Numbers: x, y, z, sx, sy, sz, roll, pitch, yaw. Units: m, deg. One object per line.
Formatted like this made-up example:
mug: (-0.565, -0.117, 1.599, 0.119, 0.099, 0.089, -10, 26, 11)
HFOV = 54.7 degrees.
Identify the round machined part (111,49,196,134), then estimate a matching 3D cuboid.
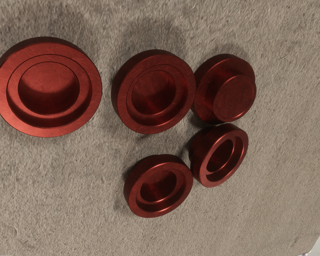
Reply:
round machined part: (-0.010, -0.045, 0.364, 0.099, 0.042, 0.097, -14, 125, -21)

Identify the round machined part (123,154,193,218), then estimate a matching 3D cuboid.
round machined part: (-0.006, 0.077, 0.442, 0.099, 0.042, 0.097, -14, 125, -20)

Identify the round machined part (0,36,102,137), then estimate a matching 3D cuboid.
round machined part: (-0.112, -0.043, 0.309, 0.099, 0.042, 0.097, -14, 125, -21)

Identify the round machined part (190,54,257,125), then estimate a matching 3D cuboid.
round machined part: (0.090, -0.047, 0.418, 0.099, 0.042, 0.097, -14, 124, -21)

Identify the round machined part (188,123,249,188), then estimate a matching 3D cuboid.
round machined part: (0.081, 0.036, 0.456, 0.099, 0.042, 0.097, -23, 131, -29)
